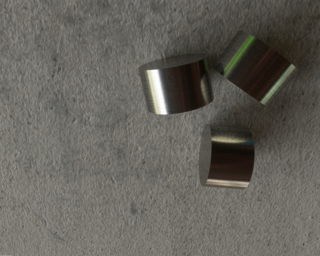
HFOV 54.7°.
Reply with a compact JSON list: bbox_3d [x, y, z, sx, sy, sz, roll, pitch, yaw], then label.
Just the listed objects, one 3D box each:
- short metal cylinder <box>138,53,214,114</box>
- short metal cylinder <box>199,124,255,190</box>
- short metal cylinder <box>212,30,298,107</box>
[{"bbox_3d":[0.020,-0.053,0.361,0.080,0.080,0.050,-10,110,3],"label":"short metal cylinder"},{"bbox_3d":[0.082,0.036,0.395,0.050,0.080,0.079,5,110,-2],"label":"short metal cylinder"},{"bbox_3d":[0.108,-0.068,0.357,0.080,0.080,0.050,32,107,-12],"label":"short metal cylinder"}]
